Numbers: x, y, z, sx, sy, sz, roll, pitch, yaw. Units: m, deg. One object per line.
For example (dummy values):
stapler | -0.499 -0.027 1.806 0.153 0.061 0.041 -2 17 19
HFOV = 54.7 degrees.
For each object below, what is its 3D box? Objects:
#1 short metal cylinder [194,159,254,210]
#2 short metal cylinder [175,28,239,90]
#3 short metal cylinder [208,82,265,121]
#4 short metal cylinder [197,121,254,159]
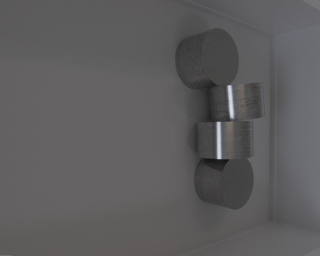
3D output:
short metal cylinder | 0.098 0.079 0.473 0.081 0.050 0.080 0 91 -40
short metal cylinder | 0.069 -0.098 0.447 0.081 0.050 0.080 0 90 -40
short metal cylinder | 0.115 -0.039 0.467 0.081 0.080 0.050 -11 97 -40
short metal cylinder | 0.094 0.015 0.449 0.081 0.080 0.050 -2 92 -40
